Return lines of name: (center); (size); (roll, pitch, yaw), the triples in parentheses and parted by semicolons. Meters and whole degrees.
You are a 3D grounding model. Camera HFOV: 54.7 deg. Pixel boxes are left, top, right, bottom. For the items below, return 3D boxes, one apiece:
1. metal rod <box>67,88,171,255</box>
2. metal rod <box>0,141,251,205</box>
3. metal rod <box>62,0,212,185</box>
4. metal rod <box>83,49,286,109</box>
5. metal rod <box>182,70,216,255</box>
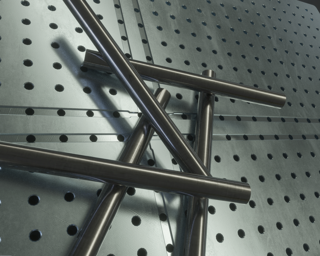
metal rod: (-0.046, 0.060, 0.347); (0.025, 0.025, 0.301); (31, 51, -9)
metal rod: (-0.048, 0.046, 0.323); (0.302, 0.025, 0.025); (11, 57, -11)
metal rod: (-0.033, -0.056, 0.390); (0.025, 0.025, 0.299); (-29, 80, -38)
metal rod: (0.044, -0.068, 0.448); (0.302, 0.025, 0.025); (10, 57, -14)
metal rod: (0.057, 0.035, 0.419); (0.025, 0.025, 0.300); (22, 53, -16)
